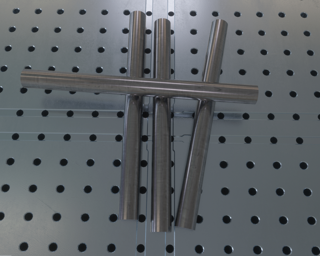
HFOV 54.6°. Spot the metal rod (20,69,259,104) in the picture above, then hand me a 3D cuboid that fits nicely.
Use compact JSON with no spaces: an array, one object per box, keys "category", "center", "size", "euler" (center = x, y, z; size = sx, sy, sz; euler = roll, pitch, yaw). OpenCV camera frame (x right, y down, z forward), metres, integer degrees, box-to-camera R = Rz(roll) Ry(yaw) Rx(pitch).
[{"category":"metal rod","center":[-0.027,-0.054,0.403],"size":[0.302,0.025,0.025],"euler":[4,70,1]}]

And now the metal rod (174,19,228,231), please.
[{"category":"metal rod","center":[0.060,-0.018,0.418],"size":[0.025,0.025,0.299],"euler":[11,70,4]}]

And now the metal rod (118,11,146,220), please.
[{"category":"metal rod","center":[-0.036,-0.030,0.422],"size":[0.025,0.025,0.299],"euler":[1,70,0]}]

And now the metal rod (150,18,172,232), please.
[{"category":"metal rod","center":[0.003,-0.017,0.418],"size":[0.025,0.025,0.299],"euler":[0,70,0]}]
